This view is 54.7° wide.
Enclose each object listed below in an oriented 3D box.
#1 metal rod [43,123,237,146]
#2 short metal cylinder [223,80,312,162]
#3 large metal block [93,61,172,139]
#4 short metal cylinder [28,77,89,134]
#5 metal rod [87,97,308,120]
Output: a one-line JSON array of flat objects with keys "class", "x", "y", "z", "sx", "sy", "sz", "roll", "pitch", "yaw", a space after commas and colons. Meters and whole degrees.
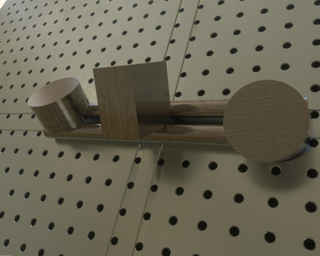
[{"class": "metal rod", "x": -0.045, "y": 0.006, "z": 0.428, "sx": 0.300, "sy": 0.025, "sz": 0.025, "roll": 1, "pitch": 62, "yaw": 28}, {"class": "short metal cylinder", "x": 0.112, "y": -0.005, "z": 0.319, "sx": 0.080, "sy": 0.050, "sz": 0.080, "roll": -4, "pitch": 82, "yaw": 28}, {"class": "large metal block", "x": -0.029, "y": -0.036, "z": 0.372, "sx": 0.050, "sy": 0.080, "sz": 0.079, "roll": 1, "pitch": 104, "yaw": 29}, {"class": "short metal cylinder", "x": -0.152, "y": -0.036, "z": 0.475, "sx": 0.080, "sy": 0.050, "sz": 0.080, "roll": -14, "pitch": 34, "yaw": 10}, {"class": "metal rod", "x": 0.028, "y": -0.024, "z": 0.407, "sx": 0.300, "sy": 0.025, "sz": 0.025, "roll": 1, "pitch": 62, "yaw": 28}]
